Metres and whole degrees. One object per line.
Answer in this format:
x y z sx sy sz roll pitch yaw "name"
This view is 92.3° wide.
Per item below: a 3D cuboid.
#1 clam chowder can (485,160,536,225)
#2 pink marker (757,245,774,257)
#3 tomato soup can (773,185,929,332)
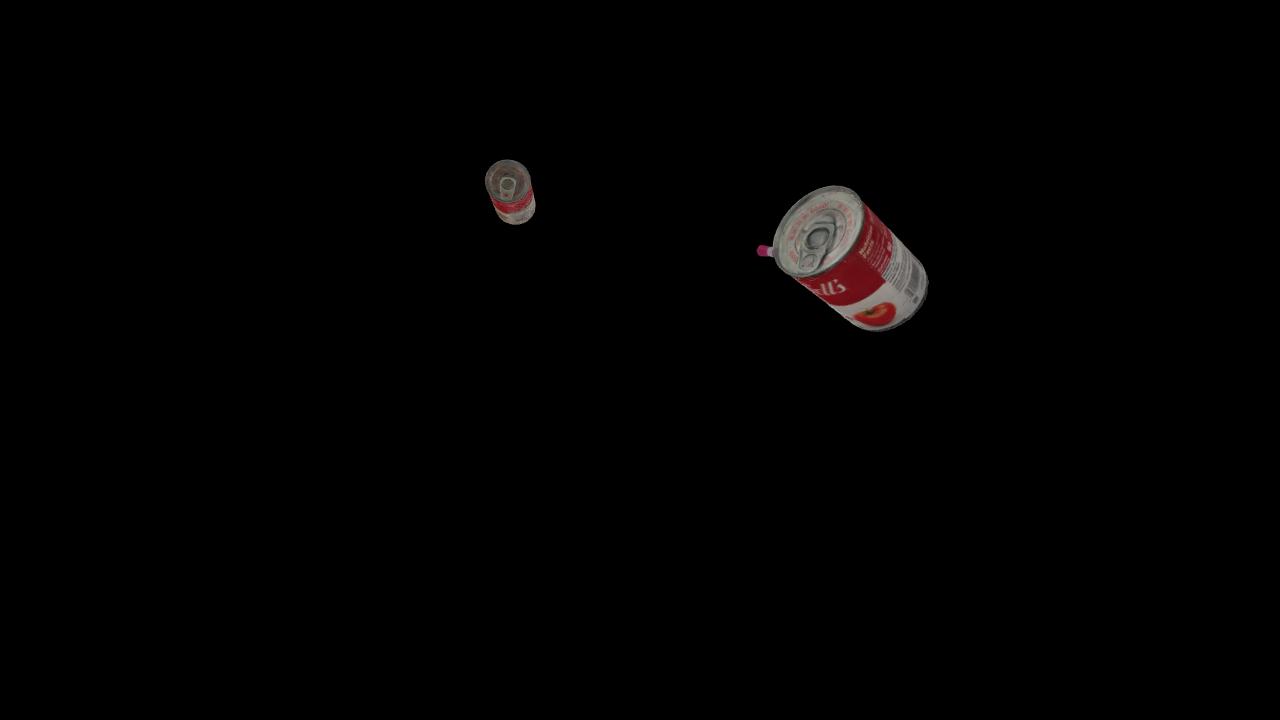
-0.199 -0.259 0.959 0.068 0.068 0.102 0 -7 -4 "clam chowder can"
0.230 -0.170 0.981 0.020 0.020 0.121 0 13 -32 "pink marker"
0.151 -0.068 0.436 0.101 0.068 0.068 25 -16 -38 "tomato soup can"
